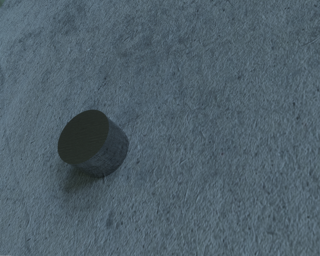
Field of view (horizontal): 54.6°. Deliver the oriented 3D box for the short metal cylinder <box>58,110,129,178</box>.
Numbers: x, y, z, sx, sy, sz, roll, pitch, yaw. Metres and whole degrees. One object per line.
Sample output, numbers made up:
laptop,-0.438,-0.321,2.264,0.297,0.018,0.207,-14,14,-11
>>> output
short metal cylinder,-0.090,0.022,0.423,0.080,0.050,0.080,-13,56,21
